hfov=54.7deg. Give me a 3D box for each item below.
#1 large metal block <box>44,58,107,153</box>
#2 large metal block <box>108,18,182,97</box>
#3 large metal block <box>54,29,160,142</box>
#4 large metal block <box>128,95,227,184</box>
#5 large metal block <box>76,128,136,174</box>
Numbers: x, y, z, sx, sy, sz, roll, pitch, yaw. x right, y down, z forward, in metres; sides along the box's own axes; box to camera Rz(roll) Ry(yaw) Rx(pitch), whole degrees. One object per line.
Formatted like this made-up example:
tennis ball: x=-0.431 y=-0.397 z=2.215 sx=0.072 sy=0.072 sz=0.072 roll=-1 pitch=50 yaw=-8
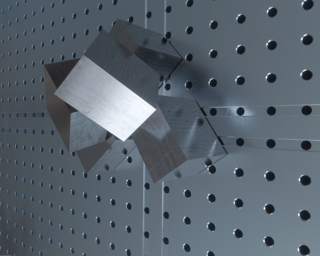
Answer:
large metal block: x=-0.106 y=-0.029 z=0.392 sx=0.080 sy=0.050 sz=0.079 roll=55 pitch=147 yaw=25
large metal block: x=-0.033 y=-0.082 z=0.397 sx=0.080 sy=0.081 sz=0.050 roll=-49 pitch=61 yaw=29
large metal block: x=-0.048 y=-0.046 z=0.319 sx=0.050 sy=0.080 sz=0.080 roll=-44 pitch=21 yaw=26
large metal block: x=0.019 y=0.011 z=0.355 sx=0.050 sy=0.081 sz=0.080 roll=-41 pitch=65 yaw=32
large metal block: x=-0.085 y=0.010 z=0.460 sx=0.080 sy=0.050 sz=0.080 roll=-47 pitch=63 yaw=29
